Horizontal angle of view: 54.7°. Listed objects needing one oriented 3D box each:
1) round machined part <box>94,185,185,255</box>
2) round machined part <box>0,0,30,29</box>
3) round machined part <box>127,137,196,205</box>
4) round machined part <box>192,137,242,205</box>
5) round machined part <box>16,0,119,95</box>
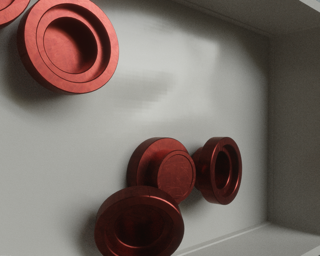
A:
[{"bbox_3d":[-0.024,0.108,0.357,0.099,0.042,0.097,-3,111,-7],"label":"round machined part"},{"bbox_3d":[-0.163,-0.128,0.259,0.099,0.042,0.097,0,90,-40],"label":"round machined part"},{"bbox_3d":[0.009,0.061,0.405,0.099,0.042,0.097,0,90,-40],"label":"round machined part"},{"bbox_3d":[0.081,0.062,0.459,0.099,0.042,0.097,2,87,-51],"label":"round machined part"},{"bbox_3d":[-0.095,-0.082,0.317,0.099,0.042,0.097,0,90,-40],"label":"round machined part"}]
